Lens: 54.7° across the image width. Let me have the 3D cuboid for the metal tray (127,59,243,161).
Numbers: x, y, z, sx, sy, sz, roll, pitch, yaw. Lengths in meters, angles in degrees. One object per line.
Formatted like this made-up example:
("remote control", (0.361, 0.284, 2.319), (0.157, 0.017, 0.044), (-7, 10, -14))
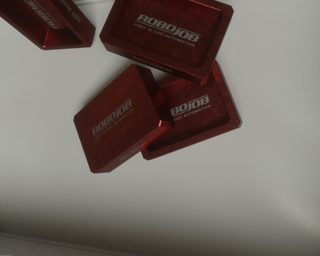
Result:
("metal tray", (0.027, -0.021, 0.397), (0.130, 0.030, 0.090), (-22, 83, 18))

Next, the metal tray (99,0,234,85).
("metal tray", (0.008, -0.115, 0.360), (0.131, 0.030, 0.090), (22, 84, 6))

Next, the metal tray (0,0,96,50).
("metal tray", (-0.157, -0.151, 0.407), (0.090, 0.130, 0.030), (1, 73, 19))

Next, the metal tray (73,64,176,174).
("metal tray", (-0.052, -0.009, 0.401), (0.130, 0.030, 0.090), (-36, 67, 29))
